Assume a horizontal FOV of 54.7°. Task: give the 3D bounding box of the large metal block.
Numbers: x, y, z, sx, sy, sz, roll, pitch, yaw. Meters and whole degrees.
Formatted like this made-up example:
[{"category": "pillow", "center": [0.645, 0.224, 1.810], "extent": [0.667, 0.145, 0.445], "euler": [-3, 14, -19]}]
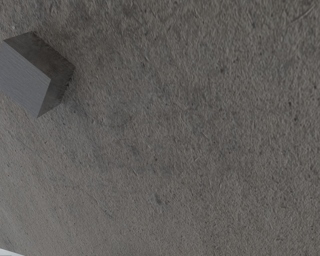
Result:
[{"category": "large metal block", "center": [-0.178, -0.075, 0.439], "extent": [0.080, 0.050, 0.080], "euler": [39, 129, 1]}]
